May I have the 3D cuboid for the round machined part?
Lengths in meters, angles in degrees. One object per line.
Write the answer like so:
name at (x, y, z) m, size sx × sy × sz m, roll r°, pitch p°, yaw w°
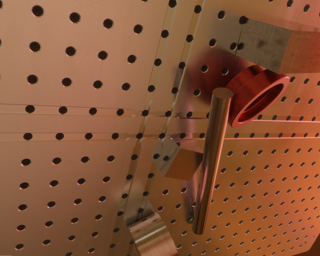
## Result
round machined part at (0.123, -0.048, 0.423) m, size 0.099 × 0.042 × 0.098 m, roll -31°, pitch 158°, yaw -14°

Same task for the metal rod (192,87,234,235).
metal rod at (0.073, 0.071, 0.471) m, size 0.025 × 0.025 × 0.298 m, roll -16°, pitch 133°, yaw -20°

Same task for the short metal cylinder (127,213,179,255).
short metal cylinder at (-0.012, 0.180, 0.482) m, size 0.050 × 0.080 × 0.080 m, roll -23°, pitch 127°, yaw -15°

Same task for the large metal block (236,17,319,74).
large metal block at (0.160, -0.107, 0.398) m, size 0.081 × 0.080 × 0.050 m, roll -6°, pitch 120°, yaw -26°

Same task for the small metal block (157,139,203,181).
small metal block at (0.032, 0.049, 0.461) m, size 0.050 × 0.025 × 0.050 m, roll 16°, pitch 110°, yaw -35°
